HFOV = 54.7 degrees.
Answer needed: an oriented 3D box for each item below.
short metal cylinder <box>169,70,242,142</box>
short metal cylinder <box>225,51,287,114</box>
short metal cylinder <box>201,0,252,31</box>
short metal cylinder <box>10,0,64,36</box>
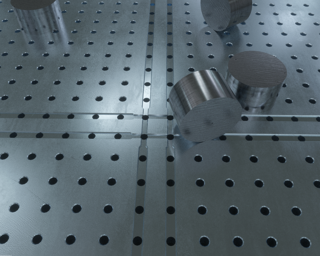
[{"bbox_3d":[0.056,-0.027,0.395,0.081,0.080,0.050,-12,51,-10],"label":"short metal cylinder"},{"bbox_3d":[0.135,-0.067,0.449,0.081,0.050,0.080,0,50,0],"label":"short metal cylinder"},{"bbox_3d":[0.118,-0.222,0.559,0.050,0.080,0.080,-28,55,-21],"label":"short metal cylinder"},{"bbox_3d":[-0.224,-0.215,0.570,0.081,0.050,0.080,0,50,0],"label":"short metal cylinder"}]
